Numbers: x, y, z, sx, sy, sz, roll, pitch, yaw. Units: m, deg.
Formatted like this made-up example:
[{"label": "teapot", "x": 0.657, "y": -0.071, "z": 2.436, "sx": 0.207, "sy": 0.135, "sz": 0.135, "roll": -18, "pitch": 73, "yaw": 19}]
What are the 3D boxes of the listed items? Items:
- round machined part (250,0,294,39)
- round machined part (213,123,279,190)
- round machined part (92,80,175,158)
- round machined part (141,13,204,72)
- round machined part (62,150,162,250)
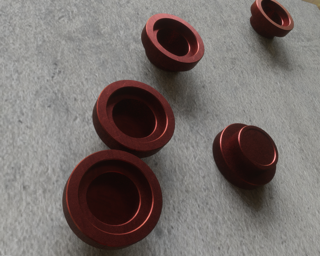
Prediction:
[{"label": "round machined part", "x": 0.233, "y": -0.231, "z": 0.663, "sx": 0.099, "sy": 0.042, "sz": 0.098, "roll": 14, "pitch": 56, "yaw": -21}, {"label": "round machined part", "x": 0.128, "y": 0.035, "z": 0.443, "sx": 0.099, "sy": 0.042, "sz": 0.098, "roll": 14, "pitch": 56, "yaw": -21}, {"label": "round machined part", "x": -0.035, "y": -0.007, "z": 0.380, "sx": 0.099, "sy": 0.042, "sz": 0.098, "roll": 14, "pitch": 56, "yaw": -21}, {"label": "round machined part", "x": 0.016, "y": -0.126, "z": 0.480, "sx": 0.099, "sy": 0.042, "sz": 0.098, "roll": 14, "pitch": 56, "yaw": -21}, {"label": "round machined part", "x": -0.051, "y": 0.075, "z": 0.321, "sx": 0.099, "sy": 0.042, "sz": 0.098, "roll": 14, "pitch": 56, "yaw": -21}]
